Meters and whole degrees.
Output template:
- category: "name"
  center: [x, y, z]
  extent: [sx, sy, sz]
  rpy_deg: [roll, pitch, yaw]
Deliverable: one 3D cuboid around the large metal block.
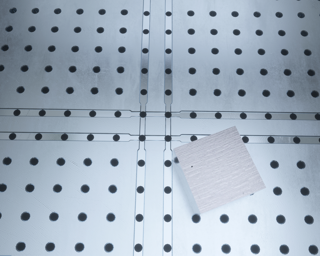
- category: "large metal block"
  center: [0.068, 0.054, 0.380]
  extent: [0.081, 0.050, 0.080]
  rpy_deg: [-20, 71, -8]
